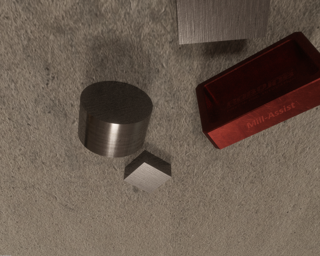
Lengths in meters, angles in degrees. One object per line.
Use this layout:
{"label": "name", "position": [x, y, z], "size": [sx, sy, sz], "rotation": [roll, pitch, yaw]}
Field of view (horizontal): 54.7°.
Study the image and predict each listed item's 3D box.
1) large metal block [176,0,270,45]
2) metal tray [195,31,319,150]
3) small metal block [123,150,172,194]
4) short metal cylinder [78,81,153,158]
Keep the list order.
{"label": "large metal block", "position": [0.054, -0.128, 0.283], "size": [0.080, 0.050, 0.080], "rotation": [-4, 130, 3]}
{"label": "metal tray", "position": [0.105, -0.041, 0.331], "size": [0.130, 0.090, 0.030], "rotation": [-27, 125, 21]}
{"label": "small metal block", "position": [-0.018, 0.066, 0.464], "size": [0.050, 0.025, 0.050], "rotation": [32, 123, -25]}
{"label": "short metal cylinder", "position": [-0.053, -0.012, 0.360], "size": [0.081, 0.080, 0.050], "rotation": [9, 130, -8]}
